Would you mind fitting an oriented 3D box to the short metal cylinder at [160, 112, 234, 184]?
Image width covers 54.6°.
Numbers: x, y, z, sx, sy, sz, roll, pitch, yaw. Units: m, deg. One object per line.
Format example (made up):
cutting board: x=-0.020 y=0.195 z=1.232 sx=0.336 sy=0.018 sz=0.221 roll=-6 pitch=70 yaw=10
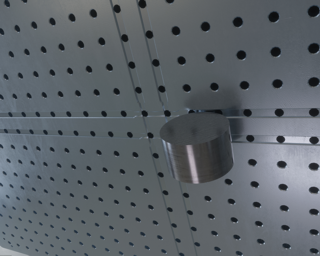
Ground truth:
short metal cylinder: x=0.044 y=0.021 z=0.366 sx=0.080 sy=0.080 sz=0.050 roll=2 pitch=119 yaw=27
